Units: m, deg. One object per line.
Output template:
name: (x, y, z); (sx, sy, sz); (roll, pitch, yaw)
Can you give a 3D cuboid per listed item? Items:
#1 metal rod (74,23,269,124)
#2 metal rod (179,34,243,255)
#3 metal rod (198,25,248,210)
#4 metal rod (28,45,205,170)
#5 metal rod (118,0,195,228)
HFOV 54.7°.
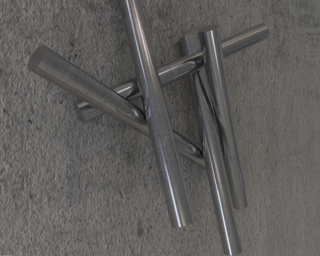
metal rod: (0.033, -0.080, 0.398); (0.302, 0.025, 0.025); (-28, 108, -26)
metal rod: (0.068, 0.019, 0.425); (0.025, 0.025, 0.298); (-7, 83, -40)
metal rod: (0.095, 0.005, 0.443); (0.025, 0.025, 0.298); (-40, 127, -33)
metal rod: (-0.012, -0.002, 0.365); (0.301, 0.025, 0.025); (32, 70, -45)
metal rod: (-0.011, -0.045, 0.342); (0.025, 0.025, 0.299); (-5, 77, -40)
